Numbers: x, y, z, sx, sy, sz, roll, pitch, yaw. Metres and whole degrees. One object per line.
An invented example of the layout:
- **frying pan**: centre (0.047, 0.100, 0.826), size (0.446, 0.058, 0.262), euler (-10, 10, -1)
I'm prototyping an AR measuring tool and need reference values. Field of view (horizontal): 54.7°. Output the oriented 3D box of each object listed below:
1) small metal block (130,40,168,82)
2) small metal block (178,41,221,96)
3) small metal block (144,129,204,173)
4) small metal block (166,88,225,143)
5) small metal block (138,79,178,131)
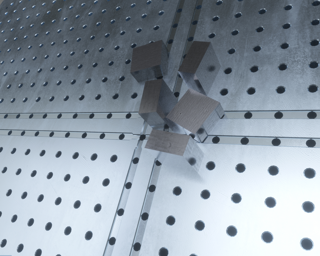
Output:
- **small metal block**: centre (-0.016, -0.103, 0.478), size (0.050, 0.025, 0.050), euler (-11, 57, 22)
- **small metal block**: centre (0.054, -0.079, 0.411), size (0.025, 0.050, 0.050), euler (15, 70, 34)
- **small metal block**: centre (0.018, 0.027, 0.365), size (0.050, 0.050, 0.025), euler (9, 67, 32)
- **small metal block**: centre (0.045, -0.017, 0.394), size (0.050, 0.025, 0.050), euler (33, 79, 37)
- **small metal block**: centre (-0.001, -0.029, 0.409), size (0.025, 0.050, 0.050), euler (-5, 60, 26)
